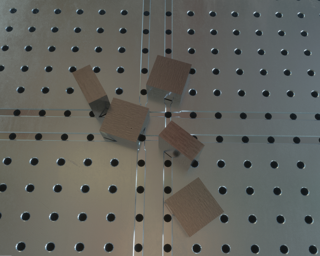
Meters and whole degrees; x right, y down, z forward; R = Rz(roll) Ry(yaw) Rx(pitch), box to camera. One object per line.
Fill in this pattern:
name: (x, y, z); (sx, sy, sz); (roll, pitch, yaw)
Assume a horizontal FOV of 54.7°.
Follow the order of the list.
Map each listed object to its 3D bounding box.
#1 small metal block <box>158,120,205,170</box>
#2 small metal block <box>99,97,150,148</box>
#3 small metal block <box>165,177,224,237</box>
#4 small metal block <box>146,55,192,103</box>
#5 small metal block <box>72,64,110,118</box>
small metal block: (0.026, 0.023, 0.390); (0.050, 0.050, 0.025); (37, 74, 12)
small metal block: (-0.046, -0.007, 0.414); (0.050, 0.025, 0.050); (17, 71, 6)
small metal block: (0.040, 0.097, 0.377); (0.050, 0.025, 0.050); (-33, 74, -12)
small metal block: (0.013, -0.070, 0.437); (0.050, 0.025, 0.050); (17, 71, 6)
small metal block: (-0.090, -0.048, 0.415); (0.025, 0.050, 0.050); (-28, 73, -10)
